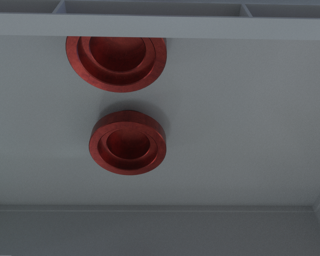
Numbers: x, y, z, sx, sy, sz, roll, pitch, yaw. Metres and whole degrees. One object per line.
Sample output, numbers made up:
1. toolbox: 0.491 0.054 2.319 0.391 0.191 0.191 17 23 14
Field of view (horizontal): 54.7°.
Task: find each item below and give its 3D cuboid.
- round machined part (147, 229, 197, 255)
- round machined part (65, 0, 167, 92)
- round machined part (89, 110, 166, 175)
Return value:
1. round machined part: 0.024 0.244 0.609 0.099 0.042 0.097 -1 130 0
2. round machined part: -0.042 -0.086 0.318 0.099 0.042 0.097 0 138 0
3. round machined part: -0.041 0.015 0.410 0.099 0.042 0.097 -1 130 0
